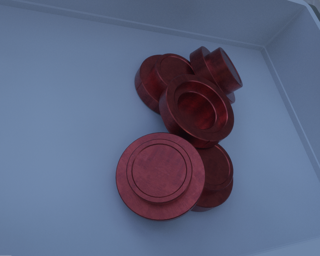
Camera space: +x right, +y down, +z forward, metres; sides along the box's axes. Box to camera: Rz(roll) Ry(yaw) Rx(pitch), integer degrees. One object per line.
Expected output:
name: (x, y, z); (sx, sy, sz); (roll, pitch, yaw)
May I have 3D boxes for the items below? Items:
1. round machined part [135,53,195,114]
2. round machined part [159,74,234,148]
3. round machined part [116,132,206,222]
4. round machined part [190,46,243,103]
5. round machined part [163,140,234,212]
round machined part: (0.017, -0.068, 0.444); (0.099, 0.042, 0.098); (14, 56, -21)
round machined part: (0.043, -0.018, 0.400); (0.099, 0.042, 0.098); (14, 56, -21)
round machined part: (0.000, 0.050, 0.337); (0.099, 0.042, 0.098); (-1, 69, 3)
round machined part: (0.089, -0.081, 0.465); (0.098, 0.042, 0.098); (44, 29, -32)
round machined part: (0.053, 0.052, 0.391); (0.099, 0.042, 0.098); (14, 56, -21)
